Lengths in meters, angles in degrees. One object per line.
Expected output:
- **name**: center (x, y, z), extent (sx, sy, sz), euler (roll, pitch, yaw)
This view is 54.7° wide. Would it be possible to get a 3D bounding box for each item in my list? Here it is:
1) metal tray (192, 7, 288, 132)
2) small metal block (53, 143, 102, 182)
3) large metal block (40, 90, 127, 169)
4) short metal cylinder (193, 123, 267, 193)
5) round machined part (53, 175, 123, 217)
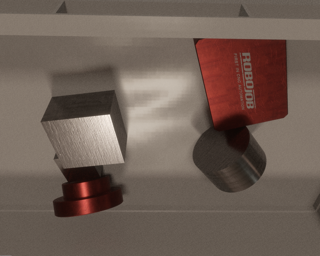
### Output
- **metal tray**: center (0.095, -0.060, 0.356), extent (0.090, 0.030, 0.129), euler (-13, 129, 10)
- **small metal block**: center (-0.117, 0.050, 0.450), extent (0.050, 0.025, 0.050), euler (-10, 130, 8)
- **large metal block**: center (-0.091, 0.003, 0.394), extent (0.080, 0.050, 0.080), euler (-6, 130, 4)
- **short metal cylinder**: center (0.090, 0.037, 0.406), extent (0.080, 0.080, 0.050), euler (-29, 125, 22)
- **round machined part**: center (-0.106, 0.096, 0.455), extent (0.098, 0.098, 0.042), euler (-10, 87, 8)
